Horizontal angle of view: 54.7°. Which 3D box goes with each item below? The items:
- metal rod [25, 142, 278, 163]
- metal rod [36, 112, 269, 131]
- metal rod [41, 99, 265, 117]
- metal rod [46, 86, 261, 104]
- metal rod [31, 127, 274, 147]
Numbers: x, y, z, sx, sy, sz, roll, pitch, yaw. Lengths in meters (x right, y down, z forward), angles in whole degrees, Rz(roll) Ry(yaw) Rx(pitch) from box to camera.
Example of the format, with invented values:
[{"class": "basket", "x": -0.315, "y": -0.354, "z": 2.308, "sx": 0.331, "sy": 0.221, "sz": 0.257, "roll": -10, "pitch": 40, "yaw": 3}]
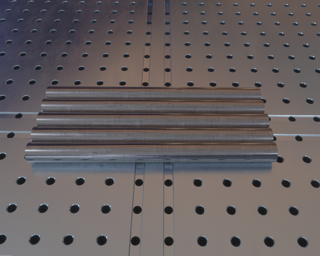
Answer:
[{"class": "metal rod", "x": -0.009, "y": 0.030, "z": 0.382, "sx": 0.302, "sy": 0.025, "sz": 0.025, "roll": 0, "pitch": 50, "yaw": -1}, {"class": "metal rod", "x": -0.009, "y": -0.008, "z": 0.414, "sx": 0.302, "sy": 0.025, "sz": 0.025, "roll": 0, "pitch": 50, "yaw": 0}, {"class": "metal rod", "x": -0.009, "y": -0.027, "z": 0.430, "sx": 0.302, "sy": 0.025, "sz": 0.025, "roll": 0, "pitch": 50, "yaw": 0}, {"class": "metal rod", "x": -0.009, "y": -0.047, "z": 0.447, "sx": 0.302, "sy": 0.025, "sz": 0.025, "roll": 0, "pitch": 50, "yaw": 0}, {"class": "metal rod", "x": -0.009, "y": 0.012, "z": 0.397, "sx": 0.302, "sy": 0.025, "sz": 0.025, "roll": 0, "pitch": 50, "yaw": 0}]
